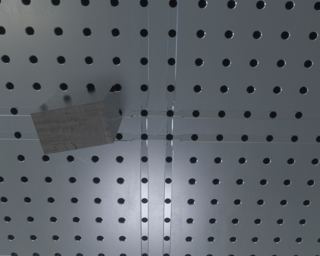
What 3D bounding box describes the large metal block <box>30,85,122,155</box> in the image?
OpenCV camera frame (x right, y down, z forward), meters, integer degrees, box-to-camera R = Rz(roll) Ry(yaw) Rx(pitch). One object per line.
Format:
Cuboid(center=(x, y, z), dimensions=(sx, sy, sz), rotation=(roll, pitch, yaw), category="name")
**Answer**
Cuboid(center=(-0.096, -0.013, 0.378), dimensions=(0.080, 0.080, 0.050), rotation=(-10, 110, 3), category="large metal block")
